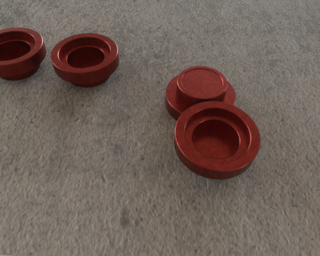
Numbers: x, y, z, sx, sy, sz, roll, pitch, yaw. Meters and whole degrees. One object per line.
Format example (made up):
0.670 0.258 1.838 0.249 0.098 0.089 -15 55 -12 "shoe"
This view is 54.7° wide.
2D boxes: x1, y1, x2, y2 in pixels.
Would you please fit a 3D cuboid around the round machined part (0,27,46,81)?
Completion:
-0.228 -0.112 0.483 0.099 0.042 0.098 0 50 0 "round machined part"

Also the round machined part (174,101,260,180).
0.066 0.018 0.374 0.099 0.042 0.098 1 55 -1 "round machined part"

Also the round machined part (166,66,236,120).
0.057 -0.050 0.435 0.099 0.042 0.098 0 50 0 "round machined part"

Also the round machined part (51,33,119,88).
-0.112 -0.100 0.475 0.099 0.042 0.098 0 50 0 "round machined part"
